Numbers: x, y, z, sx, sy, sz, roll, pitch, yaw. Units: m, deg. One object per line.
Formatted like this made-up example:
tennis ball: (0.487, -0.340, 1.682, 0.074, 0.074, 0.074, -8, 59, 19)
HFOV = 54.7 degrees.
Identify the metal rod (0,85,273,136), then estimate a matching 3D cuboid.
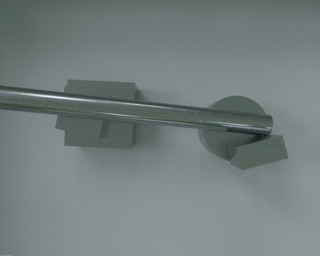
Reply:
metal rod: (-0.023, -0.018, 0.339, 0.302, 0.025, 0.025, 6, 90, -8)

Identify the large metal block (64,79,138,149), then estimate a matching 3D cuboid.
large metal block: (-0.072, -0.017, 0.395, 0.081, 0.050, 0.079, 3, 90, -1)

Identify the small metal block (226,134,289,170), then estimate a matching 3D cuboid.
small metal block: (0.107, 0.026, 0.348, 0.050, 0.050, 0.025, -14, 90, 0)

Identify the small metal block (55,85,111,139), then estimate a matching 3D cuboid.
small metal block: (-0.087, -0.018, 0.359, 0.050, 0.025, 0.050, 13, 89, -1)

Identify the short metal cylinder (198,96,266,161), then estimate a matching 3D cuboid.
short metal cylinder: (0.092, 0.001, 0.398, 0.081, 0.050, 0.079, 0, 90, -1)
